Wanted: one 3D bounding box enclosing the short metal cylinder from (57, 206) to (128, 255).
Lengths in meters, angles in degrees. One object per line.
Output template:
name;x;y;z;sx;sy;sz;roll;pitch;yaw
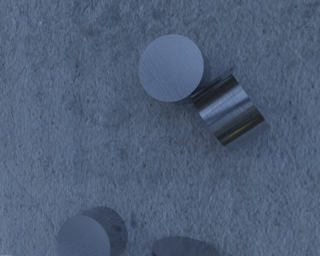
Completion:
short metal cylinder;-0.092;0.154;0.427;0.080;0.050;0.079;0;90;19

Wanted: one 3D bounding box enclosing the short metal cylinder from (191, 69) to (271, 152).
short metal cylinder;0.080;-0.020;0.351;0.050;0.080;0.080;-36;79;16

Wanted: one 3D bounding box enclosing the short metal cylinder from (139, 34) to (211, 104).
short metal cylinder;0.020;-0.071;0.388;0.080;0.050;0.079;0;90;19

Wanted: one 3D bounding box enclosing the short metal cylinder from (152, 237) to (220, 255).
short metal cylinder;0.028;0.170;0.369;0.080;0.080;0.050;7;93;19
